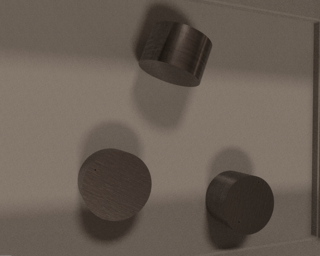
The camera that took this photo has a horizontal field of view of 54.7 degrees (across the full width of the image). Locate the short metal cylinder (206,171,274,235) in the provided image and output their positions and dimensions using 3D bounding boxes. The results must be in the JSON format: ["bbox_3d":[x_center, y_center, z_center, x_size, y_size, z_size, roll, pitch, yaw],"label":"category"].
[{"bbox_3d":[0.113,0.104,0.441,0.081,0.050,0.079,0,90,-20],"label":"short metal cylinder"}]

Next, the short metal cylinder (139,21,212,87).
[{"bbox_3d":[0.019,-0.090,0.389,0.080,0.080,0.050,21,83,-19],"label":"short metal cylinder"}]

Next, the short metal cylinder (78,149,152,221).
[{"bbox_3d":[-0.056,0.066,0.377,0.081,0.050,0.079,0,90,-21],"label":"short metal cylinder"}]
